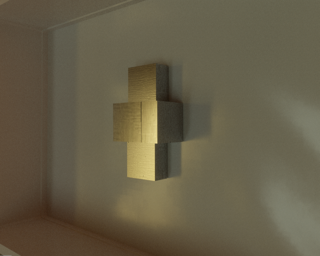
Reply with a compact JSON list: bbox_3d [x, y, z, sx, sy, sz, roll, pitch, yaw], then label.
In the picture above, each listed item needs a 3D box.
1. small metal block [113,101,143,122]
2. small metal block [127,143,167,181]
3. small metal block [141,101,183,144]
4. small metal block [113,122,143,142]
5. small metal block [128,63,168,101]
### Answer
[{"bbox_3d":[-0.026,-0.020,0.410,0.050,0.050,0.025,0,90,40],"label":"small metal block"},{"bbox_3d":[-0.018,0.043,0.419,0.050,0.025,0.050,0,90,40],"label":"small metal block"},{"bbox_3d":[0.003,-0.007,0.386,0.025,0.050,0.050,0,90,40],"label":"small metal block"},{"bbox_3d":[-0.026,0.005,0.410,0.050,0.050,0.025,0,90,40],"label":"small metal block"},{"bbox_3d":[-0.016,-0.058,0.418,0.050,0.025,0.050,0,90,40],"label":"small metal block"}]
